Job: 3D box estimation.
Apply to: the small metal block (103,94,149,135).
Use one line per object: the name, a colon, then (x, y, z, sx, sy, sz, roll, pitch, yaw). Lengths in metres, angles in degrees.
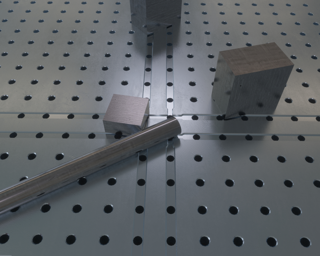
small metal block: (-0.045, -0.017, 0.422, 0.050, 0.025, 0.050, 8, 50, 7)

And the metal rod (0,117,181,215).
metal rod: (-0.110, 0.053, 0.361, 0.302, 0.025, 0.025, -23, 54, -19)

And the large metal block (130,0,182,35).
large metal block: (-0.007, -0.229, 0.564, 0.081, 0.080, 0.050, -31, 57, -23)

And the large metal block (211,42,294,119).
large metal block: (0.123, -0.064, 0.427, 0.081, 0.080, 0.050, -12, 51, -10)
